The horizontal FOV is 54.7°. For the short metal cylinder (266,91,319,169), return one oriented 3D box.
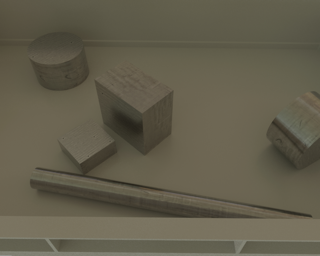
[{"bbox_3d":[0.176,0.003,0.369,0.081,0.080,0.050,-24,54,-19],"label":"short metal cylinder"}]

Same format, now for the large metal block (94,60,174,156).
[{"bbox_3d":[-0.031,-0.025,0.390,0.080,0.080,0.050,36,59,26],"label":"large metal block"}]

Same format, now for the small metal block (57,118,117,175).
[{"bbox_3d":[-0.090,0.022,0.385,0.050,0.025,0.050,-35,59,-26],"label":"small metal block"}]

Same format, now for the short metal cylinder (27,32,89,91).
[{"bbox_3d":[-0.153,-0.103,0.473,0.081,0.050,0.080,0,50,0],"label":"short metal cylinder"}]

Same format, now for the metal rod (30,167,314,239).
[{"bbox_3d":[0.006,0.079,0.338,0.302,0.025,0.025,9,51,6],"label":"metal rod"}]
